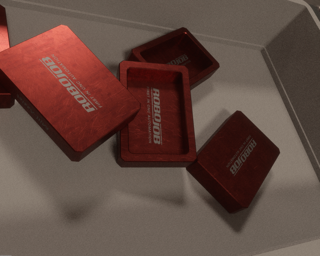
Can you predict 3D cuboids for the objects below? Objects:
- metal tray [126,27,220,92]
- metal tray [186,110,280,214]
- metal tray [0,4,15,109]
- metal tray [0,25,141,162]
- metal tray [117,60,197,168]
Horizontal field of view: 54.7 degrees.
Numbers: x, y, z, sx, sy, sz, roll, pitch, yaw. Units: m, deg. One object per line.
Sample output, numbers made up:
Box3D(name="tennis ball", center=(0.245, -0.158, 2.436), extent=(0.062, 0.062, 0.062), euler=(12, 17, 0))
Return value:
Box3D(name="metal tray", center=(0.023, -0.097, 0.475), extent=(0.090, 0.030, 0.131), euler=(49, 51, 6))
Box3D(name="metal tray", center=(0.107, 0.043, 0.436), extent=(0.090, 0.030, 0.131), euler=(46, 51, 3))
Box3D(name="metal tray", center=(-0.214, -0.083, 0.338), extent=(0.091, 0.030, 0.130), euler=(-4, 64, -30))
Box3D(name="metal tray", center=(-0.096, -0.040, 0.330), extent=(0.130, 0.030, 0.090), euler=(47, 58, 4))
Box3D(name="metal tray", center=(-0.007, -0.017, 0.386), extent=(0.091, 0.030, 0.129), euler=(2, 70, -14))
